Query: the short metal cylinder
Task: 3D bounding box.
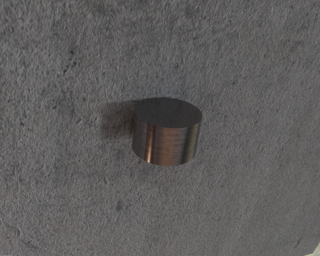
[{"bbox_3d":[0.007,0.002,0.376,0.081,0.080,0.050,-8,122,-24],"label":"short metal cylinder"}]
